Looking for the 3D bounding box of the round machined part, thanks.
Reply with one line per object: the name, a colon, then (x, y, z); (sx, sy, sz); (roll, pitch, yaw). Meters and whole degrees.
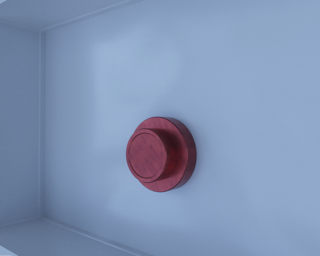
round machined part: (-0.006, 0.034, 0.399); (0.098, 0.042, 0.097); (0, 90, 39)
